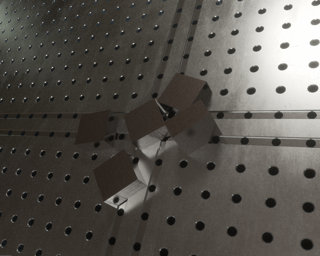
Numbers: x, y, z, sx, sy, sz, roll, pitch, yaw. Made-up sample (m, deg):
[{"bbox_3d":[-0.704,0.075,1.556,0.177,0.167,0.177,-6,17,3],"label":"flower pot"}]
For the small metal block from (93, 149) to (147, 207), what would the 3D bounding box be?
[{"bbox_3d":[-0.052,0.064,0.395,0.050,0.025,0.050,-35,52,5],"label":"small metal block"}]

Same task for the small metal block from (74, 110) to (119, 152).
[{"bbox_3d":[-0.092,0.004,0.452,0.050,0.025,0.050,-9,58,23],"label":"small metal block"}]

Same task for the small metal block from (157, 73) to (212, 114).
[{"bbox_3d":[0.033,-0.042,0.416,0.050,0.025,0.050,24,74,36],"label":"small metal block"}]

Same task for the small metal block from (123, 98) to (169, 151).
[{"bbox_3d":[-0.016,-0.005,0.419,0.050,0.025,0.050,-29,52,9],"label":"small metal block"}]

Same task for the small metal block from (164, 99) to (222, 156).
[{"bbox_3d":[0.040,0.001,0.370,0.050,0.050,0.025,-33,52,6],"label":"small metal block"}]
